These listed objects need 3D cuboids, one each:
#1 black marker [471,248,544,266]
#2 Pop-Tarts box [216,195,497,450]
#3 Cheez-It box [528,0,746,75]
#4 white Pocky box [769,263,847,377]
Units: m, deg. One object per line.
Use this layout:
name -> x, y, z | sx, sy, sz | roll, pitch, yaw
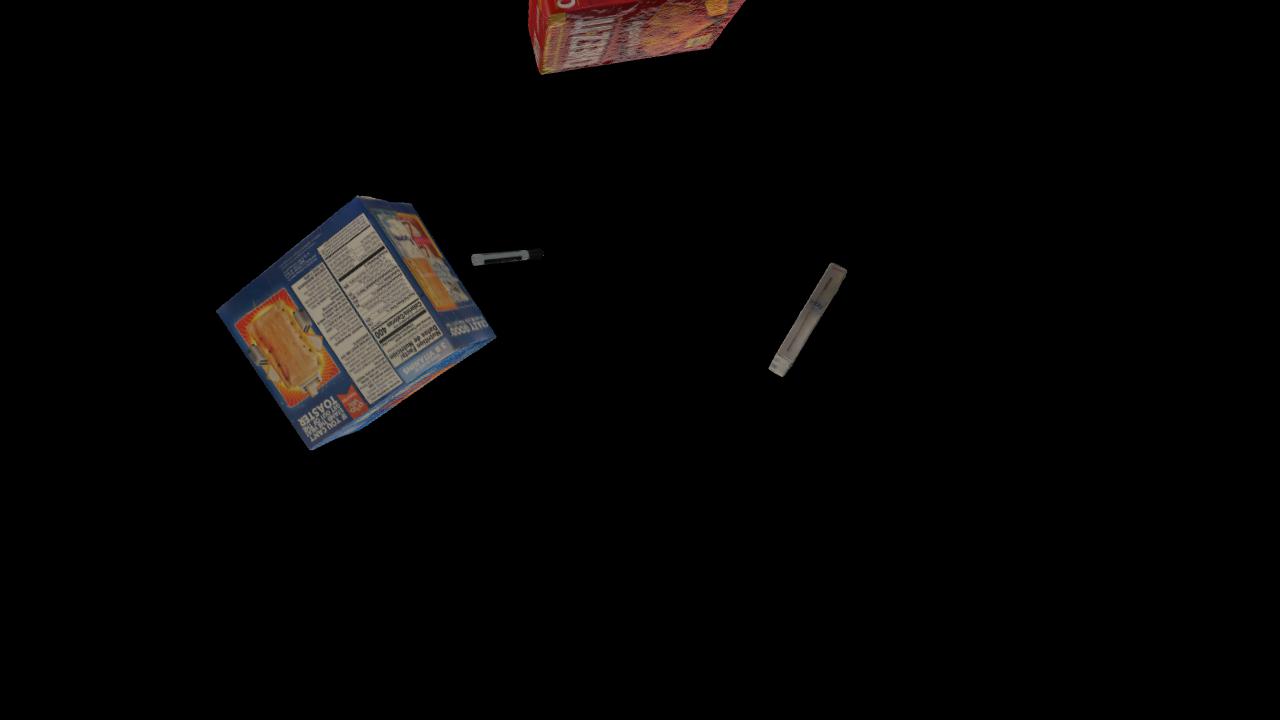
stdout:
black marker -> -0.215, -0.170, 1.008 | 0.121, 0.020, 0.020 | -12, 6, -30
Pop-Tarts box -> -0.236, -0.031, 0.522 | 0.167, 0.141, 0.083 | -32, 3, 15
Cheez-It box -> -0.006, -0.386, 0.668 | 0.223, 0.071, 0.166 | -14, 7, -10
white Pocky box -> 0.232, -0.053, 0.852 | 0.028, 0.154, 0.084 | 31, -12, 13
